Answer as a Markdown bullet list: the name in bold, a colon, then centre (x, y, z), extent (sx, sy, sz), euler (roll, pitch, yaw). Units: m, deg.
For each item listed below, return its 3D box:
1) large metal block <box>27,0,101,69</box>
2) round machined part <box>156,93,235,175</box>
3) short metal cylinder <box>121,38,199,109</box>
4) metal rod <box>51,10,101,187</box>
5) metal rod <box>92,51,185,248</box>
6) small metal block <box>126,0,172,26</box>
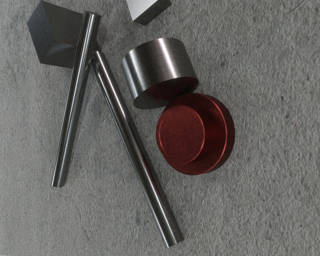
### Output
- **large metal block**: centre (-0.152, -0.143, 0.491), extent (0.050, 0.081, 0.080), euler (-37, 67, 33)
- **round machined part**: centre (0.034, 0.007, 0.364), extent (0.098, 0.042, 0.097), euler (0, 90, 39)
- **short metal cylinder**: centre (0.000, -0.062, 0.368), extent (0.080, 0.081, 0.050), euler (-30, 72, 36)
- **metal rod**: centre (-0.139, -0.032, 0.494), extent (0.025, 0.025, 0.298), euler (35, 118, 34)
- **metal rod**: centre (-0.040, 0.017, 0.435), extent (0.025, 0.025, 0.299), euler (-38, 67, 33)
- **small metal block**: centre (-0.018, -0.176, 0.418), extent (0.050, 0.025, 0.050), euler (-27, 73, 36)
